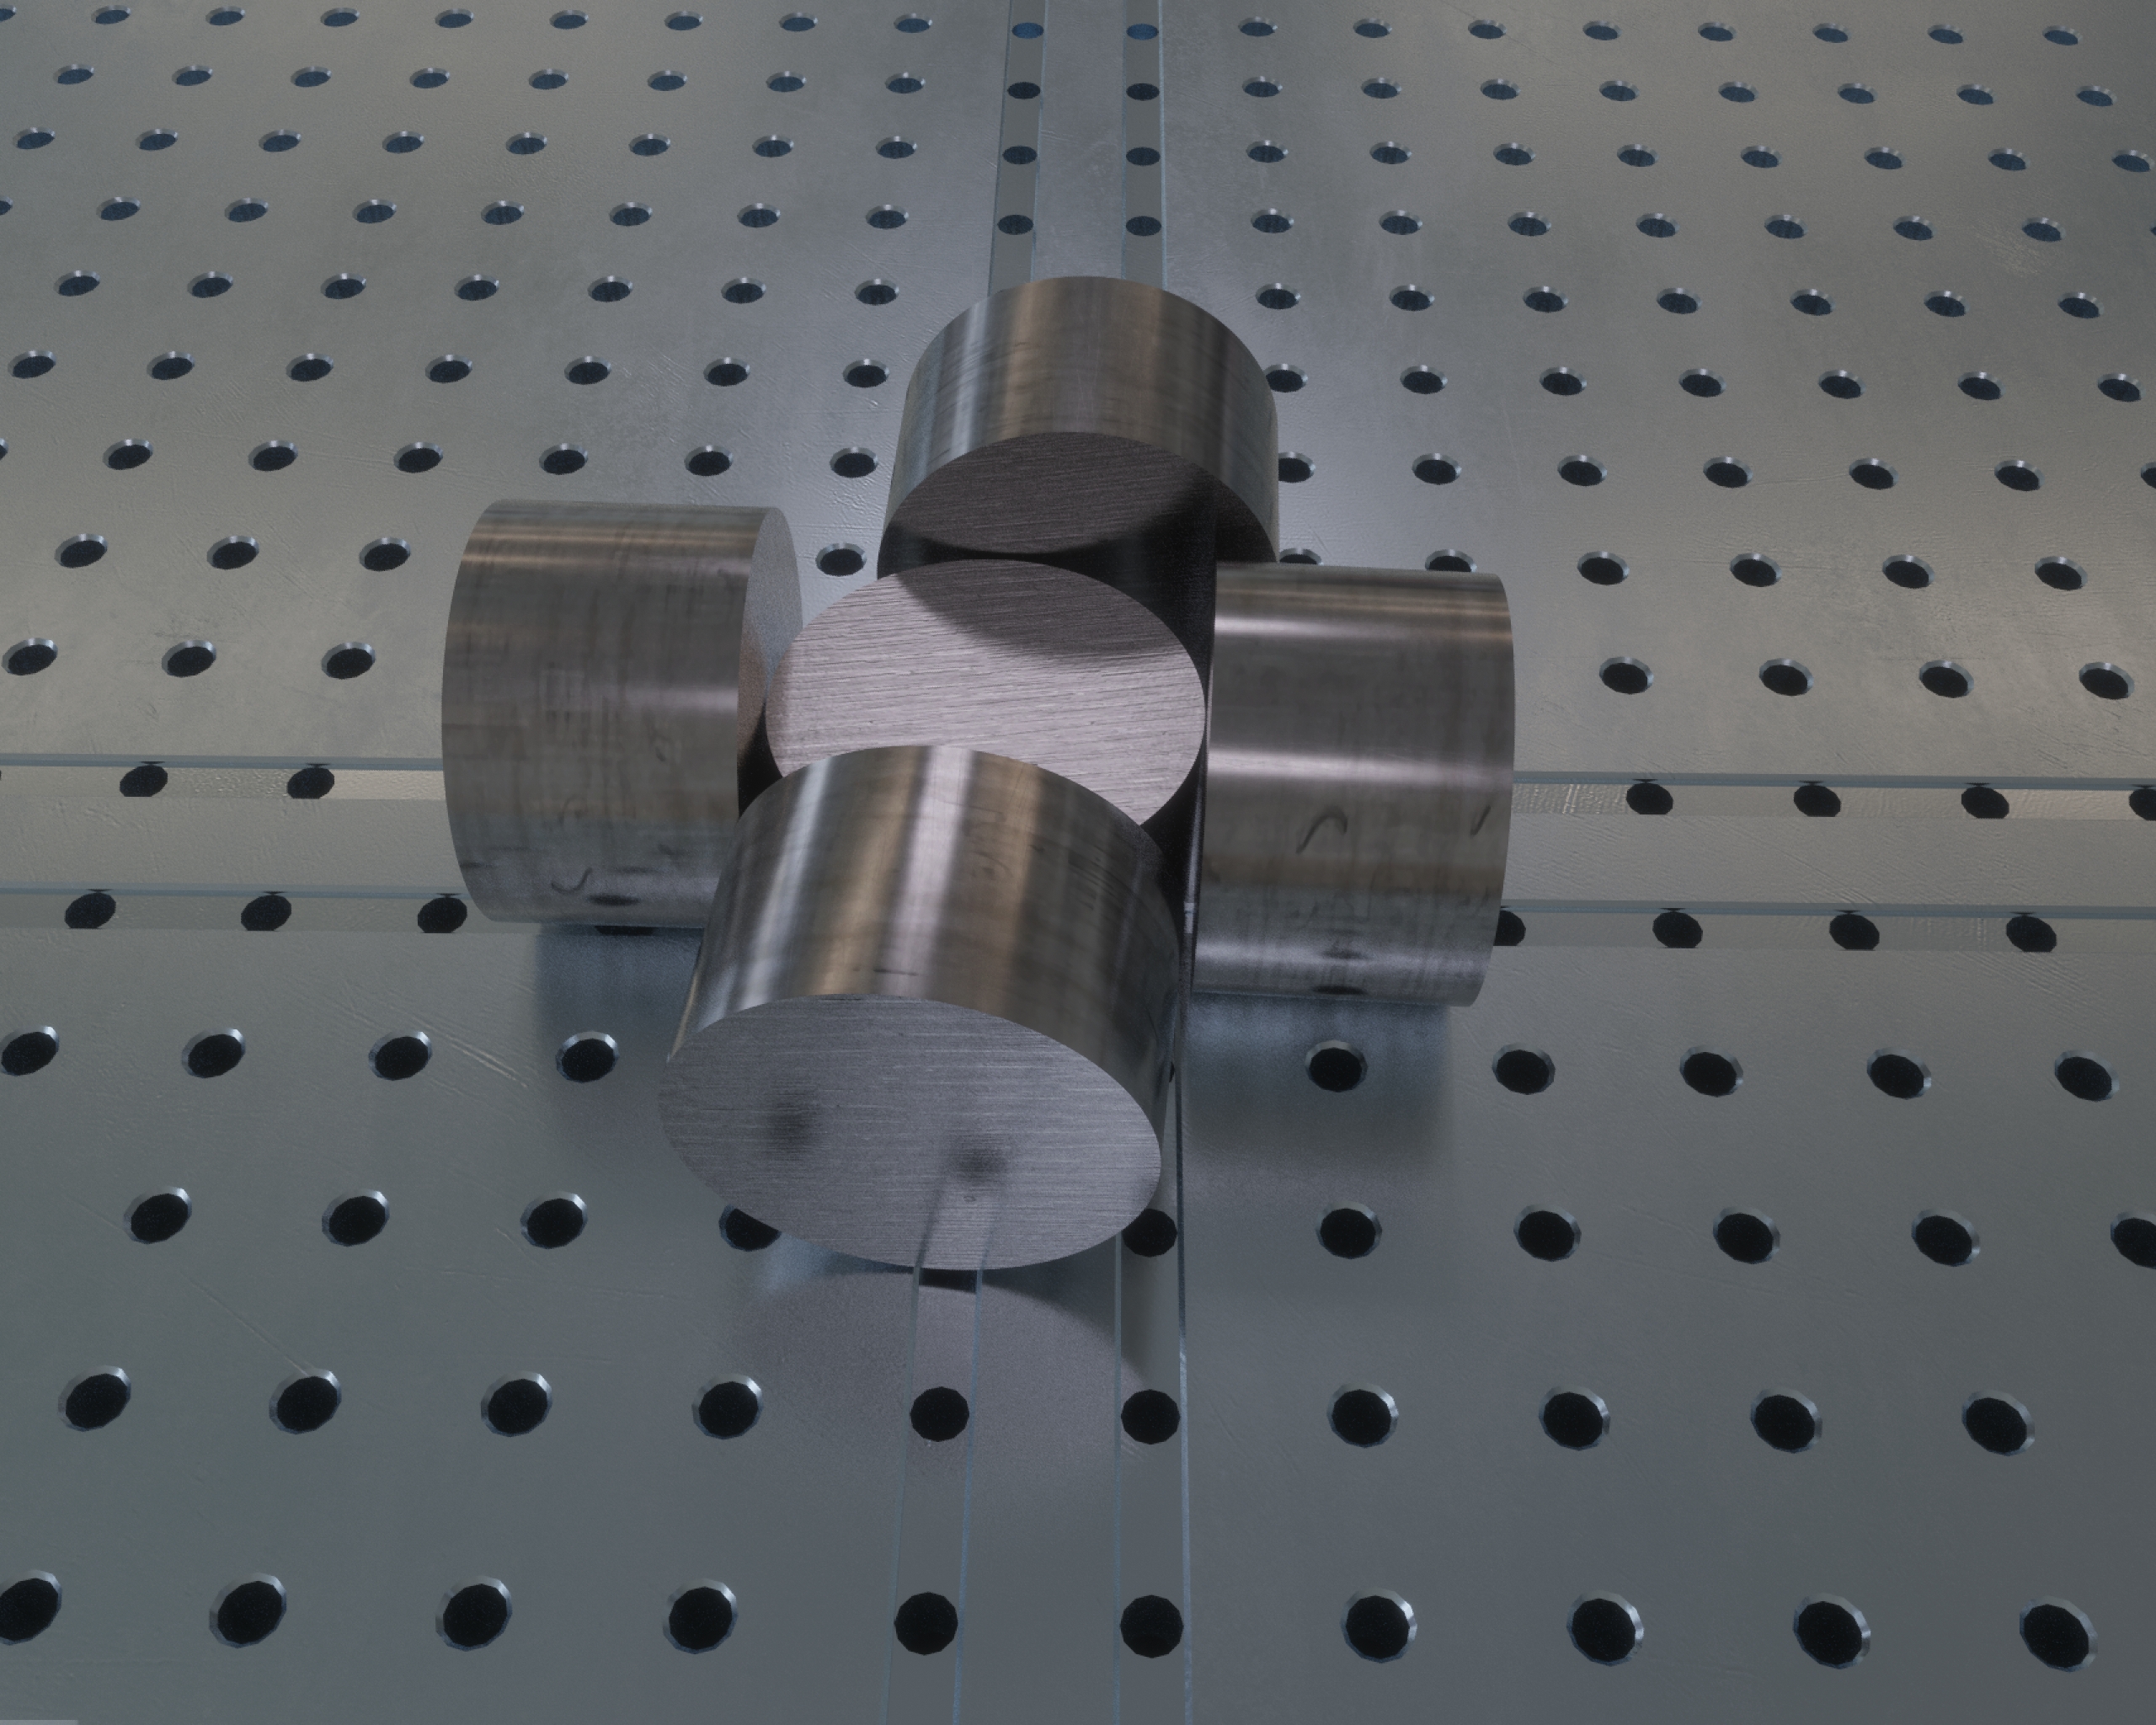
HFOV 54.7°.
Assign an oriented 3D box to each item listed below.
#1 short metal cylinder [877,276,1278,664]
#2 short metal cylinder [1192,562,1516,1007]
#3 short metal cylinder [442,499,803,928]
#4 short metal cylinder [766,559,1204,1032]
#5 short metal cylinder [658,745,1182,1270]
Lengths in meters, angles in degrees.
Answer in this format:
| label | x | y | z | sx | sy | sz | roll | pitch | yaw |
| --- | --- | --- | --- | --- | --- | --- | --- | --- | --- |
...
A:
| label | x | y | z | sx | sy | sz | roll | pitch | yaw |
| --- | --- | --- | --- | --- | --- | --- | --- | --- | --- |
| short metal cylinder | 0.001 | -0.073 | 0.433 | 0.080 | 0.080 | 0.050 | 2 | 50 | 2 |
| short metal cylinder | 0.048 | -0.015 | 0.385 | 0.050 | 0.080 | 0.080 | 3 | 50 | 2 |
| short metal cylinder | -0.083 | -0.028 | 0.394 | 0.050 | 0.080 | 0.080 | 2 | 50 | 0 |
| short metal cylinder | -0.017 | -0.013 | 0.403 | 0.081 | 0.050 | 0.080 | 1 | 50 | -1 |
| short metal cylinder | -0.024 | 0.026 | 0.348 | 0.080 | 0.080 | 0.050 | 5 | 50 | 4 |
